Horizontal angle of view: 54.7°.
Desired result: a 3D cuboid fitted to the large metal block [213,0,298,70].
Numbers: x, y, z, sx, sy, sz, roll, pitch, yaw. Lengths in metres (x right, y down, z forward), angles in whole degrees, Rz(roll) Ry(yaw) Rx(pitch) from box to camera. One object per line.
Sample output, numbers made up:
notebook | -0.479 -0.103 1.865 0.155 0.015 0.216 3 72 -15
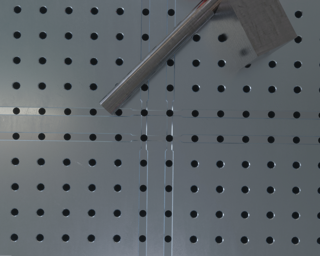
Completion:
large metal block | 0.114 -0.127 0.386 0.050 0.080 0.080 -27 90 0

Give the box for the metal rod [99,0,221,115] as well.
metal rod | 0.035 -0.131 0.413 0.300 0.025 0.025 -45 90 0
